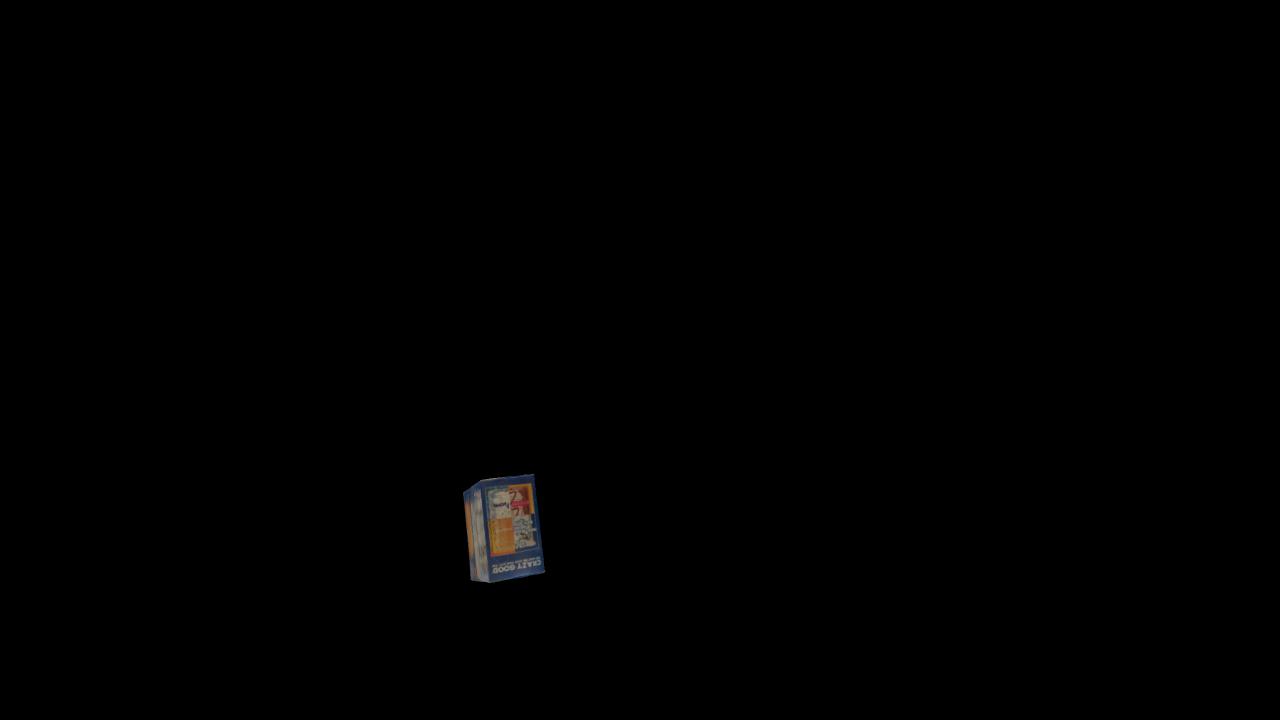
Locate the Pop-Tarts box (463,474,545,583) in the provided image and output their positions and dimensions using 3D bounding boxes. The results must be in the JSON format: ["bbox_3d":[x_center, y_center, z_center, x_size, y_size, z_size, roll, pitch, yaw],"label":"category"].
[{"bbox_3d":[-0.209,0.255,0.928,0.083,0.141,0.167,-2,-16,-24],"label":"Pop-Tarts box"}]
